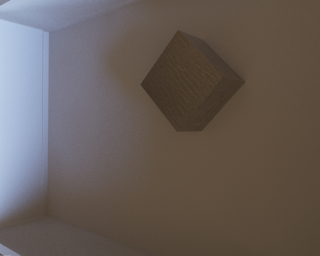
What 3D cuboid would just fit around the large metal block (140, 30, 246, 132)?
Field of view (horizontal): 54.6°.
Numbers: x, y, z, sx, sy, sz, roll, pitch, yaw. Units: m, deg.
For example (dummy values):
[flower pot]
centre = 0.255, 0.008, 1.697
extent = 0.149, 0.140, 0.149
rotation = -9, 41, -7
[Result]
[large metal block]
centre = 0.036, -0.052, 0.362
extent = 0.080, 0.050, 0.080
rotation = -52, 60, 27
